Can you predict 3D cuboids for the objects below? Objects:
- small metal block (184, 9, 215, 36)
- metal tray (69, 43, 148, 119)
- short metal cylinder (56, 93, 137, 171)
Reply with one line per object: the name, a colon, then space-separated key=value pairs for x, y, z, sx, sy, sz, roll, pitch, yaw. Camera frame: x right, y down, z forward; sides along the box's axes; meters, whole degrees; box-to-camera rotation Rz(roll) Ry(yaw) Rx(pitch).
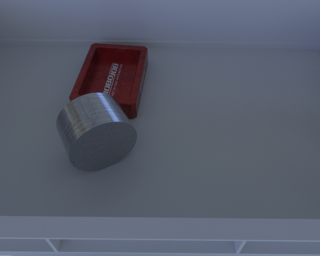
small metal block: x=0.071 y=-0.195 z=0.572 sx=0.050 sy=0.025 sz=0.050 roll=0 pitch=50 yaw=-1
metal tray: x=-0.071 y=-0.074 z=0.463 sx=0.091 sy=0.030 sz=0.130 roll=5 pitch=50 yaw=3
short metal cylinder: x=-0.074 y=0.005 z=0.364 sx=0.081 sy=0.080 sz=0.050 roll=-22 pitch=54 yaw=-18
